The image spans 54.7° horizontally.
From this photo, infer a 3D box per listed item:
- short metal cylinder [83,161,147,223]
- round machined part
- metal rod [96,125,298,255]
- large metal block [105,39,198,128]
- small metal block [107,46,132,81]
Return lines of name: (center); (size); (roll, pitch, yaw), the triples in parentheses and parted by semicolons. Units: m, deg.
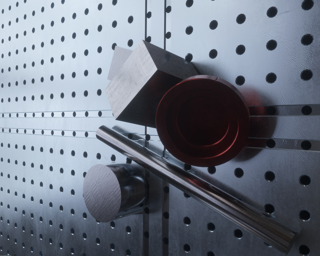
short metal cylinder: (-0.065, 0.089, 0.444); (0.080, 0.050, 0.079); (0, 90, 39)
round machined part: (0.048, -0.010, 0.340); (0.098, 0.042, 0.097); (5, 110, 15)
metal rod: (0.020, 0.060, 0.391); (0.300, 0.025, 0.025); (26, 106, 36)
large metal block: (-0.006, -0.047, 0.371); (0.080, 0.081, 0.050); (-46, 51, 30)
small metal block: (-0.045, -0.086, 0.444); (0.050, 0.025, 0.050); (27, 106, 36)
